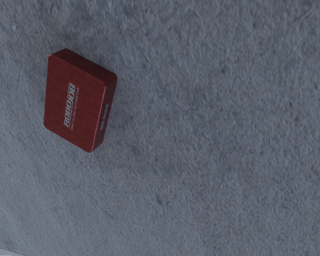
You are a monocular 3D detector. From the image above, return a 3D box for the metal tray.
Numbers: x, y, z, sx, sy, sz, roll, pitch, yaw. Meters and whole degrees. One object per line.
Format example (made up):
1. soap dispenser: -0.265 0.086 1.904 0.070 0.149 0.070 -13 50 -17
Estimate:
1. metal tray: -0.118 -0.036 0.445 0.090 0.030 0.129 28 128 10
